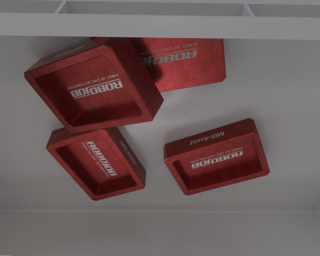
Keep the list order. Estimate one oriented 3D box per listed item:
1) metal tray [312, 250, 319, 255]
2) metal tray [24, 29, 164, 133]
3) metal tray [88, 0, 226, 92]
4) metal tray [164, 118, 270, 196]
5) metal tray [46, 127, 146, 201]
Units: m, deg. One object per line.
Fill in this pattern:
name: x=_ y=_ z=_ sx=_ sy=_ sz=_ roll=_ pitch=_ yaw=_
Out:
metal tray: x=0.343 y=0.215 z=0.560 sx=0.131 sy=0.030 sz=0.089 roll=-3 pitch=135 yaw=-30
metal tray: x=-0.072 y=-0.043 z=0.333 sx=0.130 sy=0.030 sz=0.090 roll=-8 pitch=127 yaw=34
metal tray: x=0.001 y=-0.084 z=0.334 sx=0.131 sy=0.030 sz=0.090 roll=-9 pitch=130 yaw=7
metal tray: x=0.081 y=0.045 z=0.444 sx=0.130 sy=0.030 sz=0.090 roll=-18 pitch=128 yaw=14
metal tray: x=-0.086 y=0.048 z=0.445 sx=0.090 sy=0.030 sz=0.130 roll=-17 pitch=128 yaw=14
